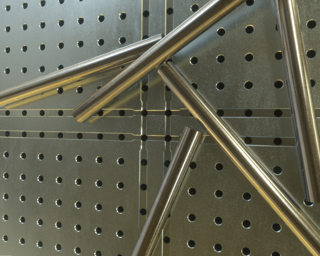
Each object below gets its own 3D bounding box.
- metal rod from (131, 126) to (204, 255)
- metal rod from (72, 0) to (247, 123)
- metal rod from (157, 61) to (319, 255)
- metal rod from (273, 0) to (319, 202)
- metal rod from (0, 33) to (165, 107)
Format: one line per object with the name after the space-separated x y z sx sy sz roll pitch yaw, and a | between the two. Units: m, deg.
-0.011 0.139 0.415 0.025 0.025 0.298 24 98 18 | metal rod
-0.003 -0.092 0.393 0.300 0.025 0.025 -33 80 24 | metal rod
0.098 0.034 0.377 0.025 0.025 0.300 -42 77 15 | metal rod
0.157 -0.066 0.357 0.025 0.025 0.298 -9 87 19 | metal rod
-0.131 -0.078 0.457 0.301 0.025 0.025 -14 85 19 | metal rod
